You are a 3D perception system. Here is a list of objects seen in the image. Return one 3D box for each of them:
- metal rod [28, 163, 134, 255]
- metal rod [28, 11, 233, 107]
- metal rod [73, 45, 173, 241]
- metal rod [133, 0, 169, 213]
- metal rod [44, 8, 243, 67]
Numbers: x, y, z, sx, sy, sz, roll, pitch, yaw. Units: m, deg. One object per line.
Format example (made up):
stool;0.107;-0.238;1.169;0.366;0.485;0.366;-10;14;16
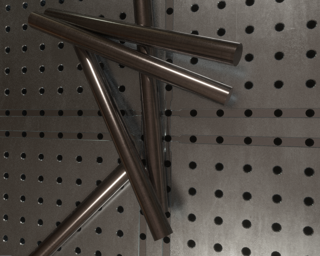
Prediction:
metal rod;-0.141;0.152;0.460;0.299;0.025;0.025;-45;77;14
metal rod;-0.051;-0.096;0.401;0.301;0.025;0.025;25;98;18
metal rod;-0.056;0.001;0.415;0.025;0.025;0.299;-30;75;17
metal rod;-0.013;-0.038;0.416;0.025;0.025;0.298;-5;88;19
metal rod;-0.042;-0.124;0.400;0.300;0.025;0.025;20;97;28
